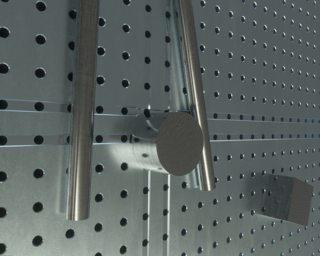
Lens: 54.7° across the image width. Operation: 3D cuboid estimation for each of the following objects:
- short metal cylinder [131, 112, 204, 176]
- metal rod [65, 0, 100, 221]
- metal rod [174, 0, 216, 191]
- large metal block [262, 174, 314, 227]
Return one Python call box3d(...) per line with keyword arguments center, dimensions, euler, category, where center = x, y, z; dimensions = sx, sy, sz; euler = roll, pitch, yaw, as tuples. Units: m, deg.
box3d(center=(0.011, 0.019, 0.402), dimensions=(0.081, 0.050, 0.079), euler=(0, 90, -40), category="short metal cylinder")
box3d(center=(-0.083, -0.052, 0.339), dimensions=(0.025, 0.025, 0.298), euler=(4, 88, -40), category="metal rod")
box3d(center=(0.050, -0.055, 0.451), dimensions=(0.025, 0.025, 0.298), euler=(-14, 99, -39), category="metal rod")
box3d(center=(0.251, 0.141, 0.604), dimensions=(0.080, 0.050, 0.080), euler=(25, 75, -37), category="large metal block")
